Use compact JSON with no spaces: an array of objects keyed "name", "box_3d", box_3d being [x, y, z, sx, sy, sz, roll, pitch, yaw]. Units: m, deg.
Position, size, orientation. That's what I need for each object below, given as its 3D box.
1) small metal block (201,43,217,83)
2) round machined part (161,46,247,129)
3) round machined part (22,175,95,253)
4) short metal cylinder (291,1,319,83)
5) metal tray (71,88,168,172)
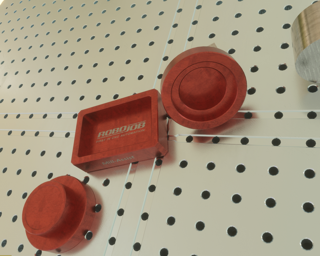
[{"name":"small metal block","box_3d":[0.060,-0.075,0.406,0.050,0.050,0.025,-27,52,11]},{"name":"round machined part","box_3d":[0.050,-0.050,0.371,0.098,0.098,0.042,-26,29,11]},{"name":"round machined part","box_3d":[-0.137,0.107,0.401,0.098,0.042,0.098,-13,56,20]},{"name":"short metal cylinder","box_3d":[0.186,-0.092,0.332,0.080,0.080,0.050,-7,59,24]},{"name":"metal tray","box_3d":[-0.056,0.004,0.429,0.130,0.030,0.090,-14,56,20]}]
